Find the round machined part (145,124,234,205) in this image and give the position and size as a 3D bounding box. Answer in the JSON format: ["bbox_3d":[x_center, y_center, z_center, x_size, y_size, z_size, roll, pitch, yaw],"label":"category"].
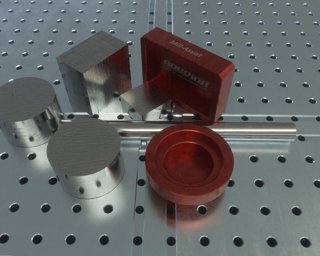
[{"bbox_3d":[0.033,0.045,0.359,0.099,0.042,0.098,0,50,0],"label":"round machined part"}]

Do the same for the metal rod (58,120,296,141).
[{"bbox_3d":[0.022,0.003,0.405,0.302,0.025,0.025,1,50,0],"label":"metal rod"}]

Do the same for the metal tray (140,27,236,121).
[{"bbox_3d":[0.033,-0.072,0.425,0.130,0.090,0.030,33,58,24],"label":"metal tray"}]

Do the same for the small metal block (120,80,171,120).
[{"bbox_3d":[-0.020,-0.034,0.436,0.050,0.025,0.050,-32,57,-24],"label":"small metal block"}]

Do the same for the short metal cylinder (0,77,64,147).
[{"bbox_3d":[-0.173,-0.022,0.408,0.080,0.050,0.080,0,50,0],"label":"short metal cylinder"}]

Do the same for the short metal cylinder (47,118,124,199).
[{"bbox_3d":[-0.084,0.035,0.361,0.080,0.050,0.080,0,50,0],"label":"short metal cylinder"}]

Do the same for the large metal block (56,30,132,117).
[{"bbox_3d":[-0.088,-0.076,0.435,0.050,0.080,0.080,32,57,23],"label":"large metal block"}]
